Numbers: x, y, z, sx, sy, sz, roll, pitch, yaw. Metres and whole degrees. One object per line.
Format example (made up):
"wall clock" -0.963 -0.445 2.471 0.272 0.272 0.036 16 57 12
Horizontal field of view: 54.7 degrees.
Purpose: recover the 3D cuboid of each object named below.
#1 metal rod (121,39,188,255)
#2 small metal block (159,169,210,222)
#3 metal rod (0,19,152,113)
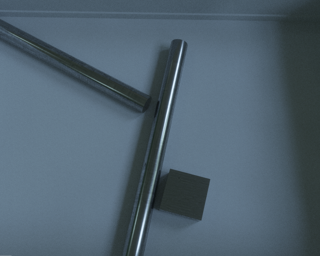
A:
"metal rod" -0.002 0.015 0.404 0.025 0.025 0.299 11 70 4
"small metal block" 0.030 0.083 0.380 0.050 0.025 0.050 14 71 5
"metal rod" -0.149 -0.101 0.444 0.301 0.025 0.025 28 72 9
